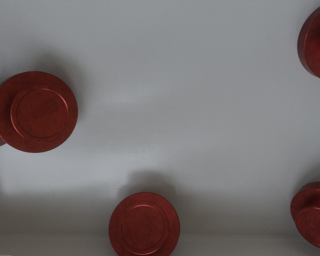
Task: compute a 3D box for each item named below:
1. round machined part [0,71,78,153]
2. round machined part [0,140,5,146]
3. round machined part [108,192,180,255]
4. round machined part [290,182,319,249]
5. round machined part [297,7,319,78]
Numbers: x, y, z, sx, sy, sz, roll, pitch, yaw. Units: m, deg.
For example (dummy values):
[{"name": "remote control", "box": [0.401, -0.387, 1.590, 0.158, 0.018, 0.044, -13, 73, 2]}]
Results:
[{"name": "round machined part", "box": [-0.144, -0.018, 0.367, 0.099, 0.042, 0.097, -5, 98, -36]}, {"name": "round machined part", "box": [-0.241, -0.002, 0.379, 0.098, 0.098, 0.042, -12, 77, 4]}, {"name": "round machined part", "box": [-0.022, 0.137, 0.424, 0.099, 0.042, 0.098, -1, 69, 2]}, {"name": "round machined part", "box": [0.226, 0.126, 0.421, 0.098, 0.042, 0.097, 26, 131, 35]}, {"name": "round machined part", "box": [0.221, -0.101, 0.367, 0.099, 0.042, 0.097, 0, 110, 0]}]
